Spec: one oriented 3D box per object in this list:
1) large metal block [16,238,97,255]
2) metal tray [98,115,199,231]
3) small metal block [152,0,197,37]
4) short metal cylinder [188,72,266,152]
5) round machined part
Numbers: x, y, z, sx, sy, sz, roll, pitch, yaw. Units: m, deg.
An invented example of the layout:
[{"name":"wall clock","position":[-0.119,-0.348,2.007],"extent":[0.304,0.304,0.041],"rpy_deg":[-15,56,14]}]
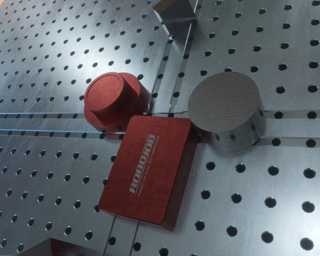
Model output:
[{"name":"large metal block","position":[-0.103,0.170,0.321],"extent":[0.050,0.080,0.080],"rpy_deg":[-30,52,9]},{"name":"metal tray","position":[-0.012,0.049,0.380],"extent":[0.090,0.030,0.130],"rpy_deg":[4,64,29]},{"name":"small metal block","position":[0.024,-0.182,0.490],"extent":[0.050,0.050,0.025],"rpy_deg":[-36,51,4]},{"name":"short metal cylinder","position":[0.079,-0.019,0.362],"extent":[0.080,0.050,0.080],"rpy_deg":[-13,56,20]},{"name":"round machined part","position":[-0.073,-0.044,0.461],"extent":[0.098,0.042,0.098],"rpy_deg":[-13,56,20]}]
